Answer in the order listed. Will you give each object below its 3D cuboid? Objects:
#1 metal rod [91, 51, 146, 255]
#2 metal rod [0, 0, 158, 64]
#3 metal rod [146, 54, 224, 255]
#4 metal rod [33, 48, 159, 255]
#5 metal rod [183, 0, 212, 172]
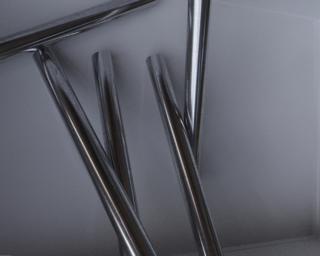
[{"bbox_3d":[-0.043,0.048,0.332,0.025,0.025,0.299,-4,67,-20],"label":"metal rod"},{"bbox_3d":[-0.130,-0.104,0.347,0.302,0.025,0.025,-30,100,-24],"label":"metal rod"},{"bbox_3d":[0.030,0.045,0.360,0.025,0.025,0.299,-7,69,-20],"label":"metal rod"},{"bbox_3d":[-0.064,0.034,0.311,0.025,0.025,0.299,-24,68,-19],"label":"metal rod"},{"bbox_3d":[0.042,-0.054,0.363,0.025,0.025,0.298,-10,118,-20],"label":"metal rod"}]
